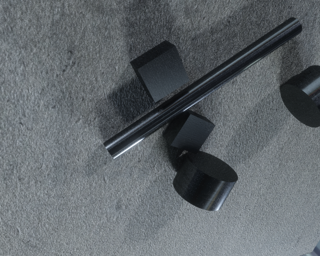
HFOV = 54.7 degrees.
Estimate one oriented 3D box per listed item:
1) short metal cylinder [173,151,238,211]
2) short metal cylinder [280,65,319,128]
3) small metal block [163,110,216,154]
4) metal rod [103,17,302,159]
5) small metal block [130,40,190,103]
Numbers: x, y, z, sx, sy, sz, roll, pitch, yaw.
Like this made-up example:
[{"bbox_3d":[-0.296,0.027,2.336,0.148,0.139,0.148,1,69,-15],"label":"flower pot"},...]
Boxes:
[{"bbox_3d":[0.066,0.075,0.454,0.081,0.080,0.050,11,113,-33],"label":"short metal cylinder"},{"bbox_3d":[0.232,-0.047,0.469,0.050,0.080,0.080,-36,129,-4],"label":"short metal cylinder"},{"bbox_3d":[0.041,0.004,0.432,0.050,0.025,0.050,21,107,-36],"label":"small metal block"},{"bbox_3d":[0.060,-0.055,0.405,0.301,0.025,0.025,-34,129,-6],"label":"metal rod"},{"bbox_3d":[0.000,-0.067,0.366,0.050,0.025,0.050,-34,129,-7],"label":"small metal block"}]
